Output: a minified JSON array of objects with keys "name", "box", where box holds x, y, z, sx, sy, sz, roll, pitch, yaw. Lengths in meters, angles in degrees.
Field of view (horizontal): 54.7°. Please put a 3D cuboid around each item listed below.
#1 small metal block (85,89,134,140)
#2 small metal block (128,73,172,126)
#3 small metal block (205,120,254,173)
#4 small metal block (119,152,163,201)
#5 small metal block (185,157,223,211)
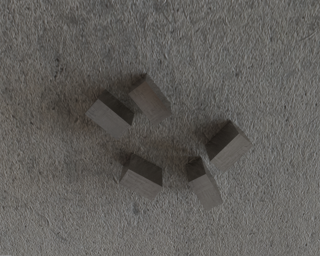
[{"name":"small metal block","box":[-0.061,-0.018,0.389,0.050,0.050,0.025,41,105,-14]},{"name":"small metal block","box":[-0.011,-0.036,0.383,0.025,0.050,0.050,-35,107,12]},{"name":"small metal block","box":[0.088,0.023,0.406,0.025,0.050,0.050,39,105,-13]},{"name":"small metal block","box":[-0.025,0.065,0.420,0.050,0.050,0.025,30,107,-11]},{"name":"small metal block","box":[0.060,0.075,0.425,0.025,0.050,0.050,-28,108,10]}]
